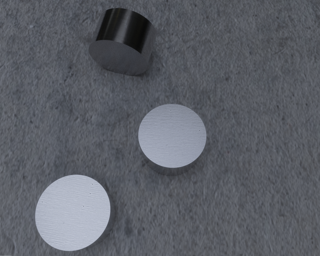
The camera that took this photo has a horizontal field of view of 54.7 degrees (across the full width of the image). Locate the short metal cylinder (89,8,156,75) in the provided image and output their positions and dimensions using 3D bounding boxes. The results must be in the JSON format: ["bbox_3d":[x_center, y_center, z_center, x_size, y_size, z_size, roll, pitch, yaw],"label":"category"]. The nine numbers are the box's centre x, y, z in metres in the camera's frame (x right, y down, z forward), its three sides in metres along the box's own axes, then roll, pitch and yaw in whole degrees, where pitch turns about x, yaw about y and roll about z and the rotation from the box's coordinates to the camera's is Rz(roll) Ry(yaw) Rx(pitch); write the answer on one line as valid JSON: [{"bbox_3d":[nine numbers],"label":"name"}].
[{"bbox_3d":[-0.050,-0.115,0.420,0.080,0.080,0.050,13,71,4],"label":"short metal cylinder"}]

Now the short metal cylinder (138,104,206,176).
[{"bbox_3d":[0.015,0.016,0.389,0.081,0.050,0.080,0,70,0],"label":"short metal cylinder"}]

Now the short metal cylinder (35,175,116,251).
[{"bbox_3d":[-0.094,0.098,0.358,0.081,0.050,0.080,0,70,0],"label":"short metal cylinder"}]
